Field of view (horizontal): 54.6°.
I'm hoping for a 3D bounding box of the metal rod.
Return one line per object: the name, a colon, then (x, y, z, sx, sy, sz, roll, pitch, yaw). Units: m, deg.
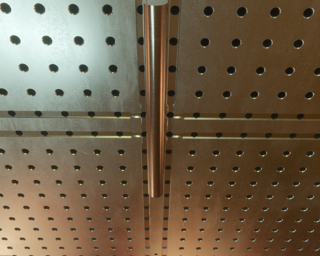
metal rod: (-0.006, -0.011, 0.402, 0.025, 0.025, 0.298, 0, 130, 0)
